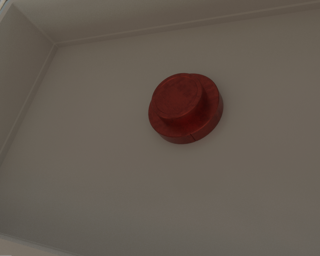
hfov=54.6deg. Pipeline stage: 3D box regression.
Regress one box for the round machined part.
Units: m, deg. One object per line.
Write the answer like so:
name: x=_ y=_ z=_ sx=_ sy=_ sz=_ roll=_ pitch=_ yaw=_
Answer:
round machined part: x=0.028 y=-0.032 z=0.400 sx=0.098 sy=0.042 sz=0.098 roll=-13 pitch=56 yaw=21
